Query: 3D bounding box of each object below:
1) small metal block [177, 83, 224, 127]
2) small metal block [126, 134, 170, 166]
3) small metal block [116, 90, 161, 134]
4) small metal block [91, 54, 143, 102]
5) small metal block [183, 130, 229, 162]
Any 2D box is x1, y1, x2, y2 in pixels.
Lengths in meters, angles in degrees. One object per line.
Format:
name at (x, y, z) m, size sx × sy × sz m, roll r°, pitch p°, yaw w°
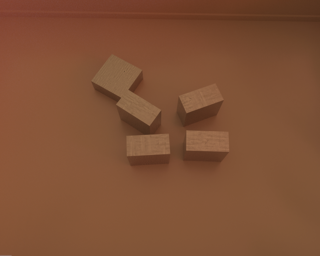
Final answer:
small metal block at (0.051, -0.029, 0.408) m, size 0.050 × 0.050 × 0.025 m, roll -20°, pitch 72°, yaw -7°
small metal block at (-0.014, 0.028, 0.386) m, size 0.050 × 0.050 × 0.025 m, roll -3°, pitch 70°, yaw -2°
small metal block at (-0.026, -0.017, 0.402) m, size 0.050 × 0.050 × 0.025 m, roll 32°, pitch 73°, yaw 11°
small metal block at (-0.059, -0.067, 0.434) m, size 0.050 × 0.025 × 0.050 m, roll 30°, pitch 72°, yaw 10°
small metal block at (0.056, 0.024, 0.388) m, size 0.050 × 0.050 × 0.025 m, roll 2°, pitch 70°, yaw 0°
